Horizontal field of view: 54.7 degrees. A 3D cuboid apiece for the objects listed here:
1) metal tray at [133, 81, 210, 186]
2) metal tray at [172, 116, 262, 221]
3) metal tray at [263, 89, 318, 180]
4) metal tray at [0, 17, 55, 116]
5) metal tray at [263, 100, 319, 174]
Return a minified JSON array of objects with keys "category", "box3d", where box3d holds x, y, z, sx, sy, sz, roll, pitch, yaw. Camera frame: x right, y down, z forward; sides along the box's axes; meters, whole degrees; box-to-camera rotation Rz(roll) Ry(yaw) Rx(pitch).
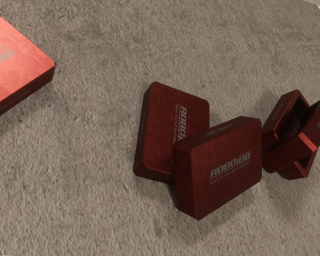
[{"category":"metal tray","box3d":[0.019,0.009,0.407,0.091,0.030,0.130,18,55,-18]},{"category":"metal tray","box3d":[0.076,0.044,0.383,0.131,0.030,0.089,-19,111,-36]},{"category":"metal tray","box3d":[0.212,0.008,0.492,0.090,0.030,0.131,52,50,-10]},{"category":"metal tray","box3d":[-0.192,-0.058,0.333,0.090,0.030,0.131,41,51,-1]},{"category":"metal tray","box3d":[0.213,0.009,0.474,0.030,0.090,0.131,49,51,6]}]
